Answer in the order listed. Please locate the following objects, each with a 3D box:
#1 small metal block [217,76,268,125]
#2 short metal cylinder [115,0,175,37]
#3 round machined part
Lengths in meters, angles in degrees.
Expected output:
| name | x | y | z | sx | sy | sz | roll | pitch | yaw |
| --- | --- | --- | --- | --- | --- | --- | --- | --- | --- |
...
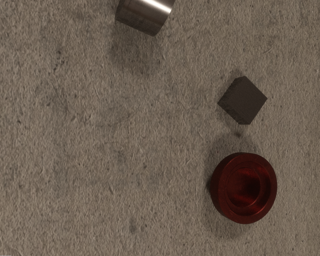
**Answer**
| name | x | y | z | sx | sy | sz | roll | pitch | yaw |
| --- | --- | --- | --- | --- | --- | --- | --- | --- | --- |
| small metal block | 0.121 | -0.040 | 0.455 | 0.050 | 0.025 | 0.050 | 41 | 77 | -16 |
| short metal cylinder | -0.016 | -0.159 | 0.374 | 0.050 | 0.080 | 0.080 | 19 | 84 | -19 |
| round machined part | 0.114 | 0.083 | 0.444 | 0.099 | 0.042 | 0.097 | 0 | 90 | -21 |
